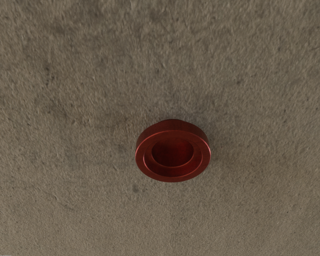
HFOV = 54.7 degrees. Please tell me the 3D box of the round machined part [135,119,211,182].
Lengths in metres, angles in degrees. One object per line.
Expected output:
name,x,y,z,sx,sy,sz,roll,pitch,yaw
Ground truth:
round machined part,0.017,0.026,0.419,0.099,0.042,0.097,-1,130,0
